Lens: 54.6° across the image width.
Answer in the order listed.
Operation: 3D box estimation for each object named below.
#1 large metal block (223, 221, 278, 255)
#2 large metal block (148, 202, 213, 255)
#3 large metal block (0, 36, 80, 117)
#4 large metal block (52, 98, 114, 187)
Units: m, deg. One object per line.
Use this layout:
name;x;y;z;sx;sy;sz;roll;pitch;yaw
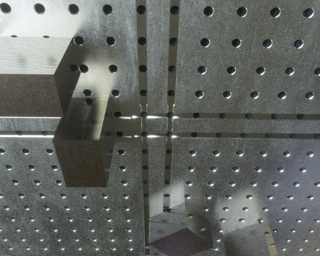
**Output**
large metal block;0.170;0.233;0.574;0.080;0.080;0.050;-29;125;22
large metal block;0.036;0.186;0.554;0.080;0.050;0.080;-31;124;24
large metal block;-0.137;-0.056;0.327;0.080;0.080;0.050;1;130;-1
large metal block;-0.091;0.017;0.389;0.050;0.080;0.080;0;130;0
